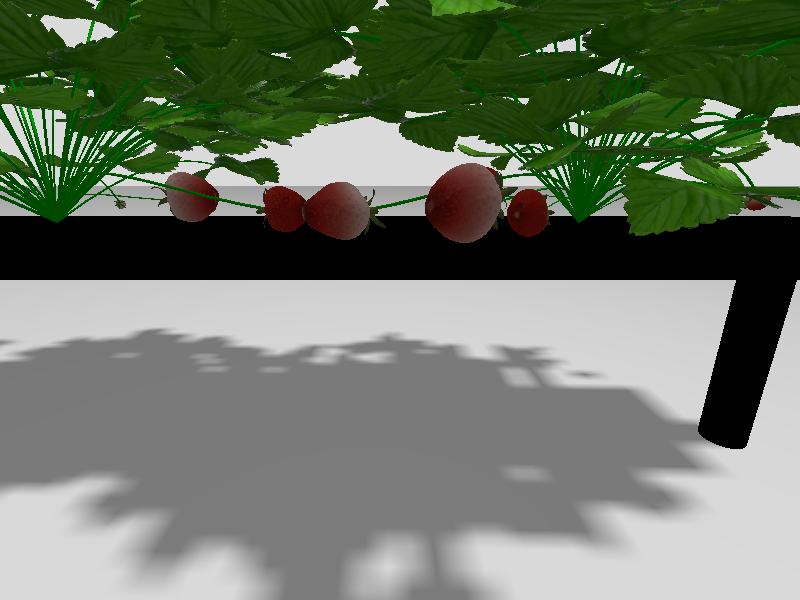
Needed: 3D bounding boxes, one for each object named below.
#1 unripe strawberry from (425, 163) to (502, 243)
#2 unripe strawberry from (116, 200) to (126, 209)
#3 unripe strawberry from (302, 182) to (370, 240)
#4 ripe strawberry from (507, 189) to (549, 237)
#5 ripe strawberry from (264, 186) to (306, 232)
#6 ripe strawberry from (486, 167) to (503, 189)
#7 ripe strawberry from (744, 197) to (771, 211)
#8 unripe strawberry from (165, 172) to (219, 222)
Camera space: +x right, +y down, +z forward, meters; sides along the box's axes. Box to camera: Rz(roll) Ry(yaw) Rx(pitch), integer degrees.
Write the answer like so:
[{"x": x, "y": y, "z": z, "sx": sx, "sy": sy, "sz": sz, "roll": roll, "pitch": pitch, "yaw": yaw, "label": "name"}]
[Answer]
[{"x": 0.035, "y": -0.057, "z": 0.241, "sx": 0.049, "sy": 0.048, "sz": 0.045, "roll": -15, "pitch": 23, "yaw": -38, "label": "unripe strawberry"}, {"x": -0.350, "y": -0.120, "z": 0.503, "sx": 0.010, "sy": 0.011, "sz": 0.011, "roll": -6, "pitch": -1, "yaw": -17, "label": "unripe strawberry"}, {"x": -0.039, "y": -0.053, "z": 0.241, "sx": 0.039, "sy": 0.034, "sz": 0.039, "roll": -10, "pitch": 20, "yaw": -27, "label": "unripe strawberry"}, {"x": 0.081, "y": -0.056, "z": 0.257, "sx": 0.026, "sy": 0.030, "sz": 0.029, "roll": 14, "pitch": 23, "yaw": 38, "label": "ripe strawberry"}, {"x": -0.078, "y": -0.063, "z": 0.277, "sx": 0.030, "sy": 0.031, "sz": 0.028, "roll": 6, "pitch": 18, "yaw": 16, "label": "ripe strawberry"}, {"x": 0.077, "y": -0.109, "z": 0.407, "sx": 0.050, "sy": 0.050, "sz": 0.047, "roll": 15, "pitch": 23, "yaw": 41, "label": "ripe strawberry"}, {"x": 0.394, "y": -0.109, "z": 0.441, "sx": 0.024, "sy": 0.025, "sz": 0.022, "roll": 42, "pitch": -4, "yaw": -29, "label": "ripe strawberry"}, {"x": -0.175, "y": -0.087, "z": 0.338, "sx": 0.039, "sy": 0.041, "sz": 0.036, "roll": 1, "pitch": 17, "yaw": 0, "label": "unripe strawberry"}]
